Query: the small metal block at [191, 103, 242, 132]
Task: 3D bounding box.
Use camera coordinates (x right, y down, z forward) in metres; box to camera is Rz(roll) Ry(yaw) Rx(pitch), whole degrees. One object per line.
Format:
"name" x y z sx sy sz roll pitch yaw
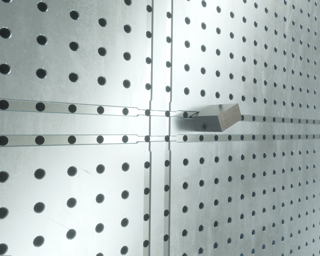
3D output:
"small metal block" 0.085 -0.016 0.462 0.050 0.050 0.025 -29 108 -36
